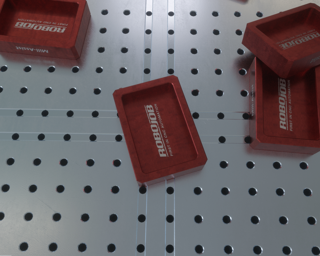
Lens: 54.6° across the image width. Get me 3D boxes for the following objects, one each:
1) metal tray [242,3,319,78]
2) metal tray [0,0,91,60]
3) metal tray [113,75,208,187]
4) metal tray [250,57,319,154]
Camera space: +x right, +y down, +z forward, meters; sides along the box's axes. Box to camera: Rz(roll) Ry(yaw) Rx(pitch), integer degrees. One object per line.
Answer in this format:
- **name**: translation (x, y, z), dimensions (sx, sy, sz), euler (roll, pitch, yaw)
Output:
- **metal tray**: translation (0.193, -0.126, 0.431), dimensions (0.131, 0.030, 0.090), euler (-23, 56, -19)
- **metal tray**: translation (-0.179, -0.155, 0.464), dimensions (0.131, 0.030, 0.090), euler (7, 70, 2)
- **metal tray**: translation (-0.002, 0.002, 0.408), dimensions (0.090, 0.030, 0.130), euler (-16, 71, -6)
- **metal tray**: translation (0.171, -0.034, 0.422), dimensions (0.090, 0.030, 0.130), euler (5, 70, 2)
